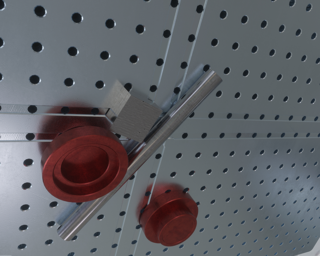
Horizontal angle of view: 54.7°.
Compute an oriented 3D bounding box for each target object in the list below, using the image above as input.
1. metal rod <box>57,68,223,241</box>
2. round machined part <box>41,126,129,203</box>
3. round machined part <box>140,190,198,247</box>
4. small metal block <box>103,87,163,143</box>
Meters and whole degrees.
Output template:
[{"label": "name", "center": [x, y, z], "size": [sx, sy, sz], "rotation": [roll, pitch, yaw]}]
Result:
[{"label": "metal rod", "center": [-0.030, 0.038, 0.418], "size": [0.300, 0.025, 0.025], "rotation": [-46, 129, 4]}, {"label": "round machined part", "center": [-0.091, 0.039, 0.373], "size": [0.099, 0.042, 0.097], "rotation": [-14, 126, -19]}, {"label": "round machined part", "center": [0.021, 0.154, 0.507], "size": [0.099, 0.042, 0.097], "rotation": [-14, 124, -21]}, {"label": "small metal block", "center": [-0.034, -0.015, 0.383], "size": [0.050, 0.025, 0.050], "rotation": [25, 105, -37]}]
